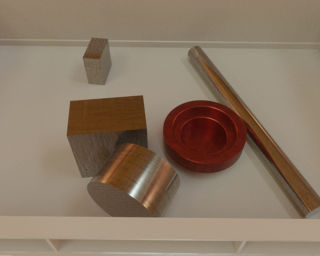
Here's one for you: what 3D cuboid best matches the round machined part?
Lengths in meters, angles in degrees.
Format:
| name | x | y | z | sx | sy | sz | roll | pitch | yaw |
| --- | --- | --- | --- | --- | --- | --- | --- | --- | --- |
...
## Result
| name | x | y | z | sx | sy | sz | roll | pitch | yaw |
| --- | --- | --- | --- | --- | --- | --- | --- | --- | --- |
| round machined part | 0.053 | 0.015 | 0.383 | 0.099 | 0.042 | 0.098 | 0 | 50 | 0 |

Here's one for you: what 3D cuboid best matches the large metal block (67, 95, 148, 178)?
| name | x | y | z | sx | sy | sz | roll | pitch | yaw |
| --- | --- | --- | --- | --- | --- | --- | --- | --- | --- |
| large metal block | -0.056 | 0.011 | 0.359 | 0.081 | 0.080 | 0.050 | -5 | 49 | -5 |

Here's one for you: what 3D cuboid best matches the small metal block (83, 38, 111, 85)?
| name | x | y | z | sx | sy | sz | roll | pitch | yaw |
| --- | --- | --- | --- | --- | --- | --- | --- | --- | --- |
| small metal block | -0.094 | -0.102 | 0.473 | 0.025 | 0.050 | 0.050 | 5 | 50 | 4 |

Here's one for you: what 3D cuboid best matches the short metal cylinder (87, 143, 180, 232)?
| name | x | y | z | sx | sy | sz | roll | pitch | yaw |
| --- | --- | --- | --- | --- | --- | --- | --- | --- | --- |
| short metal cylinder | -0.026 | 0.061 | 0.318 | 0.080 | 0.080 | 0.050 | 22 | 54 | 17 |

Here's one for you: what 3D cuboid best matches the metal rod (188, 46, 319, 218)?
| name | x | y | z | sx | sy | sz | roll | pitch | yaw |
| --- | --- | --- | --- | --- | --- | --- | --- | --- | --- |
| metal rod | 0.112 | -0.018 | 0.421 | 0.025 | 0.025 | 0.300 | -17 | 52 | -14 |
